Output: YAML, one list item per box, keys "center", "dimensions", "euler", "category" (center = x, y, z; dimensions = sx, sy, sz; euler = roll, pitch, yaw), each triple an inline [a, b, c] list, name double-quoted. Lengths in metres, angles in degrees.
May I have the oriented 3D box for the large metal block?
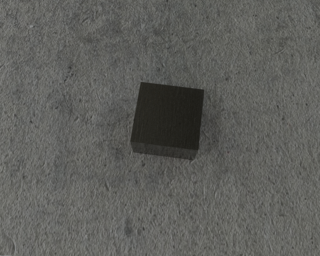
- center: [0.010, -0.008, 0.399]
  dimensions: [0.080, 0.050, 0.080]
  euler: [7, 70, 2]
  category: "large metal block"
